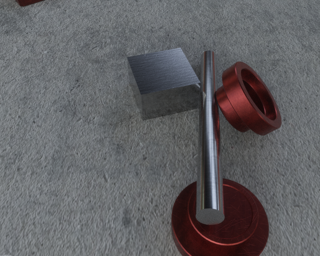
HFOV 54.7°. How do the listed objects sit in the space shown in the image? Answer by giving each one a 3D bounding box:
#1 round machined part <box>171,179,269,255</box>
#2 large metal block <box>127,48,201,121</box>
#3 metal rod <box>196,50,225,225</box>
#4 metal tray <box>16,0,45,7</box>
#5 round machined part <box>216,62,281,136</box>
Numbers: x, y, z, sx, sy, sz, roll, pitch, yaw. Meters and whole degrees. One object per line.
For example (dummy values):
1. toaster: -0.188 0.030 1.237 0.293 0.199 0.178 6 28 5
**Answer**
1. round machined part: 0.061 0.092 0.315 0.099 0.042 0.098 0 50 0
2. large metal block: 0.003 -0.064 0.441 0.081 0.050 0.080 -13 51 -11
3. metal rod: 0.061 -0.018 0.386 0.025 0.025 0.300 5 40 4
4. metal tray: -0.251 -0.307 0.656 0.131 0.030 0.090 -29 56 -23
5. round machined part: 0.110 -0.033 0.399 0.098 0.042 0.098 31 41 -32
